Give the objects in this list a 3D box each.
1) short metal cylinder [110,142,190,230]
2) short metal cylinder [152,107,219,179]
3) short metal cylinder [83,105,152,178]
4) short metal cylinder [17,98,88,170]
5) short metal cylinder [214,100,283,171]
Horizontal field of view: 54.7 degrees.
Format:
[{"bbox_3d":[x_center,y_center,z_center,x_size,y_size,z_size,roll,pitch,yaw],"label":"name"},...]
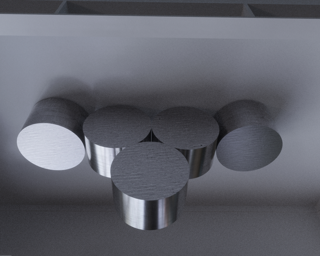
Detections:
[{"bbox_3d":[-0.011,0.060,0.331,0.081,0.080,0.050,1,130,-1],"label":"short metal cylinder"},{"bbox_3d":[0.030,0.017,0.385,0.081,0.080,0.050,1,130,-1],"label":"short metal cylinder"},{"bbox_3d":[-0.051,0.015,0.383,0.081,0.080,0.050,1,130,-1],"label":"short metal cylinder"},{"bbox_3d":[-0.132,0.009,0.396,0.081,0.050,0.079,0,130,0],"label":"short metal cylinder"},{"bbox_3d":[0.110,0.011,0.401,0.081,0.050,0.079,0,130,0],"label":"short metal cylinder"}]
